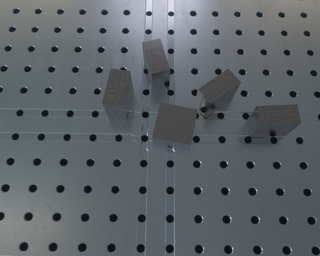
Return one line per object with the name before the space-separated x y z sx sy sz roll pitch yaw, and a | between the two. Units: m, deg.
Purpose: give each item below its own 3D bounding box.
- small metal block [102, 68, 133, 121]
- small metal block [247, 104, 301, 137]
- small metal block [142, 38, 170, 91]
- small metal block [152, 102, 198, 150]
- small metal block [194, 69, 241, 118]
small metal block | -0.055 -0.044 0.414 0.025 0.050 0.050 9 70 3
small metal block | 0.146 -0.008 0.402 0.050 0.050 0.025 -2 70 -1
small metal block | -0.005 -0.086 0.430 0.025 0.050 0.050 -14 71 -5
small metal block | 0.020 -0.002 0.413 0.050 0.025 0.050 11 70 4
small metal block | 0.076 -0.045 0.415 0.050 0.050 0.025 -35 74 -12
